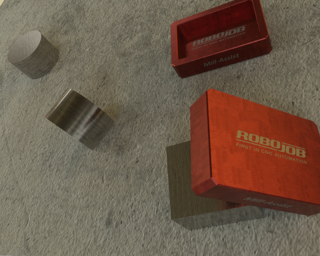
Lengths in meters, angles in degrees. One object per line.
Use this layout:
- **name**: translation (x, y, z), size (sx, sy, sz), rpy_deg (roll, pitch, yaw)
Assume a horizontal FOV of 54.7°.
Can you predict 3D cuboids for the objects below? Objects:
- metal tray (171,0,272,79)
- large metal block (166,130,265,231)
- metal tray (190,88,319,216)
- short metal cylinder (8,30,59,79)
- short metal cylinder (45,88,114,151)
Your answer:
- **metal tray**: translation (0.081, -0.129, 0.436), size (0.130, 0.030, 0.090), rpy_deg (-13, 56, 20)
- **large metal block**: translation (0.056, 0.055, 0.325), size (0.080, 0.050, 0.080), rpy_deg (-16, 55, 19)
- **metal tray**: translation (0.092, 0.024, 0.281), size (0.030, 0.131, 0.090), rpy_deg (132, 146, -52)
- **short metal cylinder**: translation (-0.246, -0.142, 0.605), size (0.080, 0.050, 0.080), rpy_deg (-13, 56, 21)
- **short metal cylinder**: translation (-0.112, -0.011, 0.434), size (0.080, 0.080, 0.050), rpy_deg (27, 77, 37)
